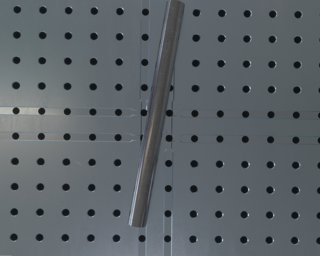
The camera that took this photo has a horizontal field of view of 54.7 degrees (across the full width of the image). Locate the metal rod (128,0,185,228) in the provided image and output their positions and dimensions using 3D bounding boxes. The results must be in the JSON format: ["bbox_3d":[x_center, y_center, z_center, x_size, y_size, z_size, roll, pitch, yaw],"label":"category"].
[{"bbox_3d":[-0.005,-0.019,0.413,0.025,0.025,0.298,10,90,0],"label":"metal rod"}]
